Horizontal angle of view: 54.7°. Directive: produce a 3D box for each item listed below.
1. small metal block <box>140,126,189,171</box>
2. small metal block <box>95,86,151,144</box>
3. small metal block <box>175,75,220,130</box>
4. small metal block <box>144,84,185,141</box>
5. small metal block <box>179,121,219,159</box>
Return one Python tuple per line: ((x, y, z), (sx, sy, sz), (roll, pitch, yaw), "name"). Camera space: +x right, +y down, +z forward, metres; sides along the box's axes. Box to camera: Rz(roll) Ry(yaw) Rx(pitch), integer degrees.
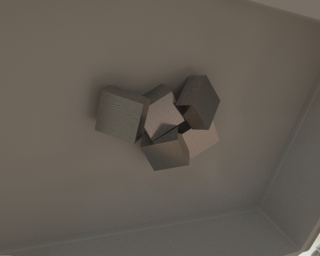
((0.008, 0.029, 0.415), (0.050, 0.025, 0.050), (-12, 130, 17), "small metal block")
((-0.043, -0.016, 0.357), (0.050, 0.025, 0.050), (20, 114, 10), "small metal block")
((0.051, -0.032, 0.401), (0.050, 0.025, 0.050), (51, 53, -40), "small metal block")
((-0.003, -0.019, 0.394), (0.050, 0.025, 0.050), (-33, 129, -7), "small metal block")
((0.052, 0.008, 0.442), (0.050, 0.025, 0.050), (-31, 129, -8), "small metal block")
